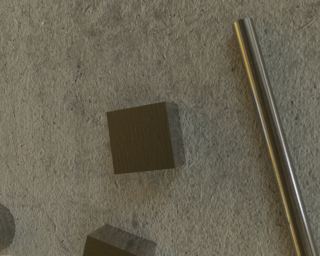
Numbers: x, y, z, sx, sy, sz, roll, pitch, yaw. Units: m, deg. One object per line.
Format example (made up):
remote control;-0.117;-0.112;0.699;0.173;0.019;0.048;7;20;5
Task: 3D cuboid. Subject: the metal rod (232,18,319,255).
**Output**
metal rod;0.135;0.017;0.361;0.025;0.025;0.298;-15;85;19

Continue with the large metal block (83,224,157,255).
large metal block;-0.058;0.187;0.416;0.080;0.050;0.080;14;95;19

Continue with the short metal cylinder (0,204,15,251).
short metal cylinder;-0.282;0.165;0.495;0.080;0.050;0.080;0;90;20

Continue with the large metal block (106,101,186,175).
large metal block;-0.017;0.013;0.402;0.080;0.050;0.080;-9;87;19
